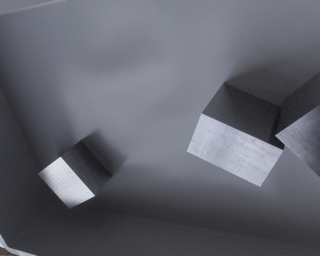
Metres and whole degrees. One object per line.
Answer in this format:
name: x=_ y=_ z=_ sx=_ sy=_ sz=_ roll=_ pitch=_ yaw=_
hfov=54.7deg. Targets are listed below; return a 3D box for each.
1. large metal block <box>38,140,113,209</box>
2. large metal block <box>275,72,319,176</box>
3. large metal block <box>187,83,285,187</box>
large metal block: x=-0.141 y=0.079 z=0.516 sx=0.080 sy=0.050 sz=0.080 roll=-32 pitch=101 yaw=38
large metal block: x=0.161 y=0.001 z=0.289 sx=0.080 sy=0.080 sz=0.050 roll=43 pitch=129 yaw=-2
large metal block: x=0.086 y=0.003 z=0.330 sx=0.080 sy=0.080 sz=0.050 roll=26 pitch=128 yaw=12
